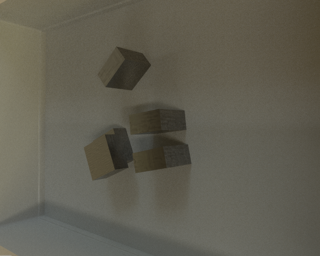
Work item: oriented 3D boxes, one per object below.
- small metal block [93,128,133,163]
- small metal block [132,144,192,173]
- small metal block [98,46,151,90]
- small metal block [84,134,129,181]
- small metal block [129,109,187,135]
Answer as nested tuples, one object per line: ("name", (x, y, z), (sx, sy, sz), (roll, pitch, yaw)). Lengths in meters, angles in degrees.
("small metal block", (-0.069, 0.033, 0.462), (0.050, 0.025, 0.050), (-29, 72, 36))
("small metal block", (0.003, 0.038, 0.387), (0.050, 0.050, 0.025), (-16, 80, 38))
("small metal block", (-0.049, -0.081, 0.429), (0.050, 0.050, 0.025), (-48, 62, 29))
("small metal block", (-0.076, 0.041, 0.435), (0.050, 0.025, 0.050), (-29, 73, 36))
("small metal block", (-0.003, -0.007, 0.391), (0.050, 0.050, 0.025), (-9, 85, 39))
